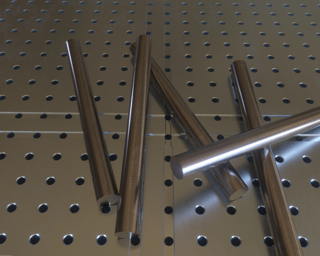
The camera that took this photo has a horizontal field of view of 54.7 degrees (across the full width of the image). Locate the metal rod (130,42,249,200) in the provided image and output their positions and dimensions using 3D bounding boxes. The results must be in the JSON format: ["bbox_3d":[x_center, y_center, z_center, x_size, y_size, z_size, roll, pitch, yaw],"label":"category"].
[{"bbox_3d":[0.025,-0.031,0.433,0.025,0.025,0.300,-20,53,-16],"label":"metal rod"}]

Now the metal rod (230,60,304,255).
[{"bbox_3d":[0.126,0.017,0.395,0.025,0.025,0.300,0,50,-1],"label":"metal rod"}]

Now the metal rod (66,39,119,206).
[{"bbox_3d":[-0.102,-0.030,0.431,0.025,0.025,0.299,-13,51,-11],"label":"metal rod"}]

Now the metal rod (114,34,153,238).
[{"bbox_3d":[-0.029,-0.014,0.401,0.025,0.025,0.300,2,55,1],"label":"metal rod"}]

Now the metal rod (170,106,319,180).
[{"bbox_3d":[0.148,0.002,0.378,0.302,0.025,0.025,-16,52,-25],"label":"metal rod"}]
